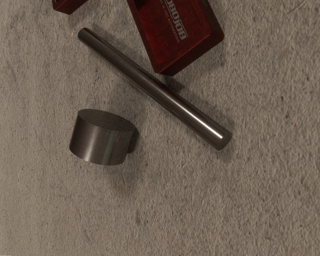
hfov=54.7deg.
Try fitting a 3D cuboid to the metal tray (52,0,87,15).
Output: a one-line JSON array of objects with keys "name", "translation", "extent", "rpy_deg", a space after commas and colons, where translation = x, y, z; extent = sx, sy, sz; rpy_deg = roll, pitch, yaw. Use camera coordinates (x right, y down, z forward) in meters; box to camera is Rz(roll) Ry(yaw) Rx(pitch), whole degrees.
[{"name": "metal tray", "translation": [-0.152, -0.272, 0.523], "extent": [0.090, 0.030, 0.129], "rpy_deg": [-18, 78, 38]}]

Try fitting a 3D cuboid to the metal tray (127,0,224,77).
[{"name": "metal tray", "translation": [0.014, -0.142, 0.388], "extent": [0.090, 0.030, 0.130], "rpy_deg": [-32, 71, 35]}]

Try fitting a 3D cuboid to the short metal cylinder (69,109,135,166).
[{"name": "short metal cylinder", "translation": [-0.081, 0.011, 0.433], "extent": [0.080, 0.081, 0.050], "rpy_deg": [30, 109, 35]}]

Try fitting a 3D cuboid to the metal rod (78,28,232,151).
[{"name": "metal rod", "translation": [-0.025, -0.068, 0.423], "extent": [0.300, 0.025, 0.025], "rpy_deg": [41, 115, 32]}]
